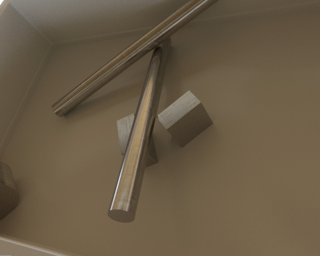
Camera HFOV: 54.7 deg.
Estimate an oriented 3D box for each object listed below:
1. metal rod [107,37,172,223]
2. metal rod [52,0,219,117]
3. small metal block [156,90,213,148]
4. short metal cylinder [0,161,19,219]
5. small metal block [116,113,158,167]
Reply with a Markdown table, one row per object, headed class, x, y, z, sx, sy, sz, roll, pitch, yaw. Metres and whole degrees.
| class | x | y | z | sx | sy | sz | roll | pitch | yaw |
| --- | --- | --- | --- | --- | --- | --- | --- | --- | --- |
| metal rod | -0.015 | -0.028 | 0.383 | 0.025 | 0.025 | 0.300 | -11 | 43 | 22 |
| metal rod | -0.048 | -0.105 | 0.462 | 0.300 | 0.025 | 0.025 | -32 | 51 | 19 |
| small metal block | 0.031 | -0.010 | 0.378 | 0.050 | 0.050 | 0.025 | -39 | 51 | 1 |
| short metal cylinder | -0.250 | 0.091 | 0.443 | 0.080 | 0.080 | 0.050 | -40 | 51 | 1 |
| small metal block | -0.028 | 0.018 | 0.392 | 0.025 | 0.050 | 0.050 | -24 | 53 | 14 |
